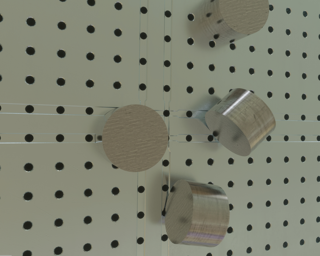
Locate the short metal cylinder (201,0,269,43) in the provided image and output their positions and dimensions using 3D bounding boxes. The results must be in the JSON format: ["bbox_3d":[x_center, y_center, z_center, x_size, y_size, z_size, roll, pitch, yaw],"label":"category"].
[{"bbox_3d":[0.105,-0.166,0.439,0.081,0.050,0.079,0,90,-21],"label":"short metal cylinder"}]

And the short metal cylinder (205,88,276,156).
[{"bbox_3d":[0.109,-0.008,0.425,0.050,0.080,0.080,-41,103,-16],"label":"short metal cylinder"}]

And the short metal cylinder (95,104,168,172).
[{"bbox_3d":[-0.036,0.012,0.387,0.081,0.050,0.079,0,90,-21],"label":"short metal cylinder"}]

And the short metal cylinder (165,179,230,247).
[{"bbox_3d":[0.046,0.110,0.402,0.050,0.080,0.080,13,86,-20],"label":"short metal cylinder"}]
